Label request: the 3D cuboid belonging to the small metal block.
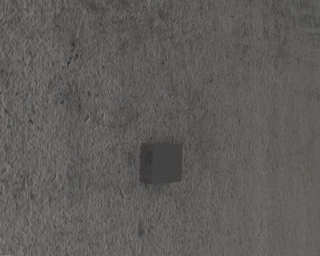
[{"bbox_3d":[0.002,0.045,0.406,0.050,0.025,0.050,3,88,-40],"label":"small metal block"}]
